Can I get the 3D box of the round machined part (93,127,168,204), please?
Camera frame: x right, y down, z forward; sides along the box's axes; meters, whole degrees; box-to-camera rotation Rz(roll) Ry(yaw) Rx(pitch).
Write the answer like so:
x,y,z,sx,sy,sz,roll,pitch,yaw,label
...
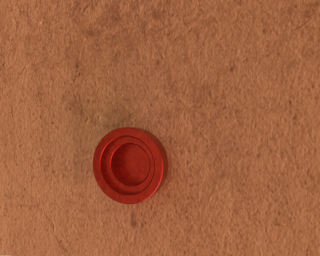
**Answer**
x,y,z,sx,sy,sz,roll,pitch,yaw,label
-0.035,0.048,0.411,0.098,0.042,0.097,0,90,19,round machined part
